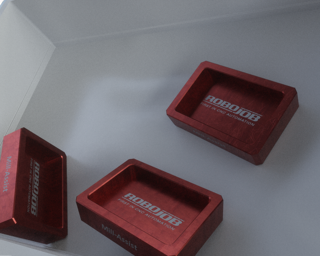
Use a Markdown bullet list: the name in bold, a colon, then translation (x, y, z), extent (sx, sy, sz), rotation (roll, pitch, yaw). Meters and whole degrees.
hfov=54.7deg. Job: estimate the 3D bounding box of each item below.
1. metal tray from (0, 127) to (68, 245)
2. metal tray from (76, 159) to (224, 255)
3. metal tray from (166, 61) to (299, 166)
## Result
- **metal tray**: translation (-0.161, 0.074, 0.400), extent (0.030, 0.090, 0.130), rotation (-24, 53, 14)
- **metal tray**: translation (-0.012, 0.084, 0.326), extent (0.130, 0.030, 0.091), rotation (18, 37, 34)
- **metal tray**: translation (0.083, -0.024, 0.372), extent (0.130, 0.030, 0.090), rotation (28, 77, 37)
